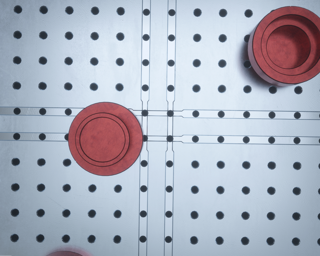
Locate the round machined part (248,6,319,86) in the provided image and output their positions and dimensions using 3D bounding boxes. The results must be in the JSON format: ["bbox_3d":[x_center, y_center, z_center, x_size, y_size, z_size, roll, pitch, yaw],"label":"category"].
[{"bbox_3d":[0.164,-0.103,0.406,0.099,0.042,0.097,0,90,0],"label":"round machined part"}]

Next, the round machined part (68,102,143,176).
[{"bbox_3d":[-0.071,0.014,0.404,0.099,0.042,0.097,0,90,0],"label":"round machined part"}]

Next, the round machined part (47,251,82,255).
[{"bbox_3d":[-0.131,0.218,0.404,0.099,0.042,0.097,0,90,0],"label":"round machined part"}]
